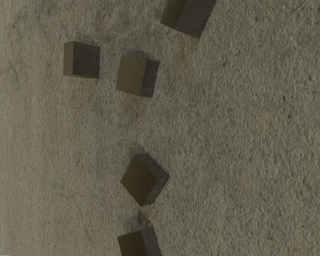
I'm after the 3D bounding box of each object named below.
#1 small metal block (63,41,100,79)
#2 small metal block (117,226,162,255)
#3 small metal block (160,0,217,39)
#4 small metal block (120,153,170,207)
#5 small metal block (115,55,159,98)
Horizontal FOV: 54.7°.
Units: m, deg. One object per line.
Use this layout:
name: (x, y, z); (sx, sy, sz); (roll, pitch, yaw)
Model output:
small metal block: (-0.124, -0.106, 0.491); (0.025, 0.050, 0.050); (4, 93, 40)
small metal block: (-0.028, 0.168, 0.428); (0.050, 0.025, 0.050); (-28, 72, 36)
small metal block: (0.034, -0.137, 0.361); (0.025, 0.050, 0.050); (37, 113, 34)
small metal block: (-0.021, 0.070, 0.423); (0.050, 0.025, 0.050); (43, 116, 31)
small metal block: (-0.032, -0.072, 0.432); (0.050, 0.025, 0.050); (19, 102, 38)
